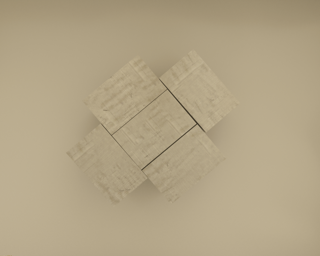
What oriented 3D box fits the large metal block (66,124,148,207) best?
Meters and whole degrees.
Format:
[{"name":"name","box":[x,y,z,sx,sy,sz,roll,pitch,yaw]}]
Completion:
[{"name":"large metal block","box":[-0.059,0.041,0.382,0.050,0.080,0.080,-41,91,0]}]

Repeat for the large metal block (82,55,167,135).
[{"name":"large metal block","box":[-0.039,-0.037,0.382,0.080,0.080,0.050,-40,90,0]}]

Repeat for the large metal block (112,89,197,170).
[{"name":"large metal block","box":[-0.006,0.001,0.383,0.080,0.080,0.050,-40,90,0]}]

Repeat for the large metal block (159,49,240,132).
[{"name":"large metal block","box":[0.044,-0.042,0.384,0.050,0.080,0.080,-41,91,0]}]

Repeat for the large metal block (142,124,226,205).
[{"name":"large metal block","box":[0.027,0.040,0.384,0.080,0.080,0.050,-40,90,0]}]
